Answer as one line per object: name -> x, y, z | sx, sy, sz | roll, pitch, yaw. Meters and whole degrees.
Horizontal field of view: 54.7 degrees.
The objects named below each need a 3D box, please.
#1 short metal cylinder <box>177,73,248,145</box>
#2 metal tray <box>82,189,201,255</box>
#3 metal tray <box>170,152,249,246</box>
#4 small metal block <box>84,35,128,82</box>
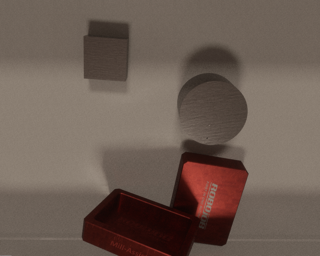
short metal cylinder -> 0.063, -0.025, 0.390 | 0.081, 0.050, 0.079 | 0, 110, -1
metal tray -> -0.022, 0.131, 0.403 | 0.130, 0.090, 0.030 | 17, 111, 15
metal tray -> 0.064, 0.105, 0.448 | 0.091, 0.030, 0.129 | 10, 110, -4
small metal block -> -0.065, -0.086, 0.379 | 0.050, 0.025, 0.050 | 4, 110, -2
